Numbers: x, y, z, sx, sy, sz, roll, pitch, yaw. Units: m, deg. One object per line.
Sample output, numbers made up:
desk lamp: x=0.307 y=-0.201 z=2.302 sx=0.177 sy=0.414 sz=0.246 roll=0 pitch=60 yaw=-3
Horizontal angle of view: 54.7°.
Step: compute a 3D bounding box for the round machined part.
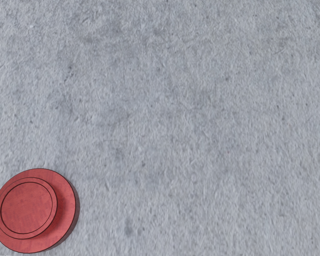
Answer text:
round machined part: x=-0.148 y=0.095 z=0.363 sx=0.099 sy=0.042 sz=0.098 roll=0 pitch=70 yaw=-1
